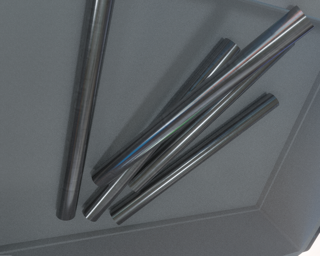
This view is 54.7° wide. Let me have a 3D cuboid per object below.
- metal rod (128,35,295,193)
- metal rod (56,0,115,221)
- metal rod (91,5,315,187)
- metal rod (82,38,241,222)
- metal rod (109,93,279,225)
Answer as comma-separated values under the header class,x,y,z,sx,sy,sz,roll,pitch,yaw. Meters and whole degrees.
class,x,y,z,sx,sy,sz,roll,pitch,yaw
metal rod,0.069,-0.020,0.435,0.300,0.025,0.025,-43,130,1
metal rod,-0.088,-0.016,0.351,0.025,0.025,0.298,1,118,-30
metal rod,0.022,-0.014,0.338,0.025,0.025,0.299,26,128,-38
metal rod,-0.002,0.007,0.413,0.025,0.025,0.299,34,99,-39
metal rod,0.054,0.044,0.467,0.301,0.025,0.025,-36,130,-5
